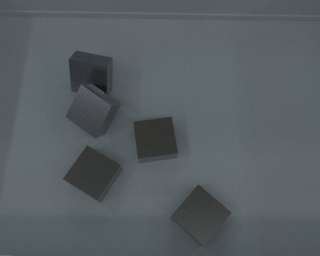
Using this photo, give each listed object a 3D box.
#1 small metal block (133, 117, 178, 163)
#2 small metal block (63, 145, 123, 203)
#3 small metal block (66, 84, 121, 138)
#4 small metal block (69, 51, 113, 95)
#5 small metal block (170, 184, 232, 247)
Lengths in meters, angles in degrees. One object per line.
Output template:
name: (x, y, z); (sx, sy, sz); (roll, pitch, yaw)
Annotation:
small metal block: (-0.006, 0.016, 0.404); (0.050, 0.025, 0.050); (-7, 70, -3)
small metal block: (-0.083, 0.058, 0.388); (0.050, 0.025, 0.050); (29, 72, 10)
small metal block: (-0.087, -0.023, 0.404); (0.050, 0.025, 0.050); (35, 110, 11)
small metal block: (-0.092, -0.072, 0.418); (0.050, 0.050, 0.025); (11, 40, 4)
small metal block: (0.048, 0.105, 0.372); (0.050, 0.025, 0.050); (40, 74, 13)
